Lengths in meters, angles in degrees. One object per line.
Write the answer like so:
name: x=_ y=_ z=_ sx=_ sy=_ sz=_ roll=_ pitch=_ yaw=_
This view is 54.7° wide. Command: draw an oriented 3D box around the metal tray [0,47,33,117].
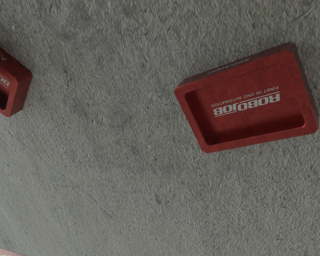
metal tray: x=-0.271 y=-0.089 z=0.491 sx=0.130 sy=0.030 sz=0.089 roll=39 pitch=129 yaw=1

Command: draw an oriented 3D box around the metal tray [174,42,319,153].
metal tray: x=0.091 y=-0.027 z=0.338 sx=0.130 sy=0.030 sz=0.090 roll=-15 pitch=111 yaw=34
